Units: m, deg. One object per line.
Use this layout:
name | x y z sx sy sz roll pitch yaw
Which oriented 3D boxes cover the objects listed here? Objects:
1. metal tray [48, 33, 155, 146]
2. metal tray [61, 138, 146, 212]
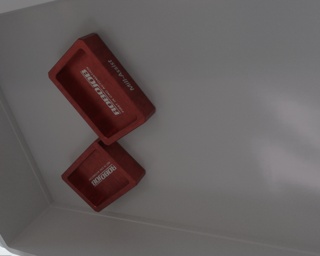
metal tray | -0.079 -0.048 0.417 0.090 0.030 0.130 -31 101 38
metal tray | -0.095 0.076 0.502 0.090 0.030 0.129 46 129 -4
